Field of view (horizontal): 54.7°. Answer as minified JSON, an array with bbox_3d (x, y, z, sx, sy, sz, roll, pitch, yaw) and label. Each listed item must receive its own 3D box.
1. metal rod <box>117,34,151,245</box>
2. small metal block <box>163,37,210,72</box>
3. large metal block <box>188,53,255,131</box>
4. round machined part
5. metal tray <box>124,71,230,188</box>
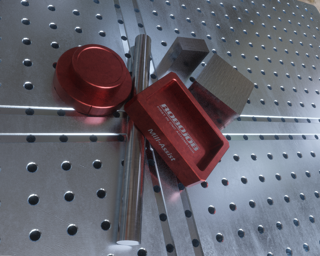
[{"bbox_3d":[-0.029,-0.008,0.398,0.025,0.025,0.299,15,56,-20],"label":"metal rod"},{"bbox_3d":[0.040,-0.114,0.486,0.050,0.050,0.025,-4,64,-30],"label":"small metal block"},{"bbox_3d":[0.088,-0.055,0.476,0.080,0.050,0.080,38,51,-3],"label":"large metal block"},{"bbox_3d":[-0.081,-0.068,0.396,0.099,0.042,0.098,14,56,-21],"label":"round machined part"},{"bbox_3d":[0.026,-0.001,0.400,0.130,0.030,0.091,52,44,-4],"label":"metal tray"}]
